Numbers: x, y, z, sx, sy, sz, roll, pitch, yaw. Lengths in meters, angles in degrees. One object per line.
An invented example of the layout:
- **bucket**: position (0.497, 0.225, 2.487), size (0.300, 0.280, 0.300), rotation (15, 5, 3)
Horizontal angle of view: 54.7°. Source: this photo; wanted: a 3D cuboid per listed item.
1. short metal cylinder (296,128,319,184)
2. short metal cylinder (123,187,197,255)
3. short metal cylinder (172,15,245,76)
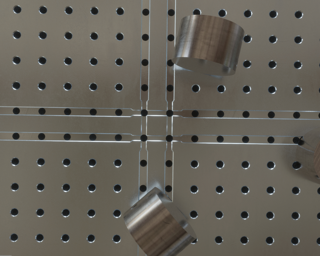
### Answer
- **short metal cylinder**: position (0.228, 0.038, 0.403), size (0.081, 0.050, 0.079), rotation (0, 90, 0)
- **short metal cylinder**: position (0.000, 0.121, 0.386), size (0.050, 0.080, 0.080), rotation (-41, 90, 0)
- **short metal cylinder**: position (0.059, -0.100, 0.386), size (0.080, 0.080, 0.050), rotation (13, 90, 0)
